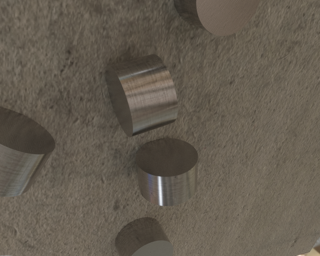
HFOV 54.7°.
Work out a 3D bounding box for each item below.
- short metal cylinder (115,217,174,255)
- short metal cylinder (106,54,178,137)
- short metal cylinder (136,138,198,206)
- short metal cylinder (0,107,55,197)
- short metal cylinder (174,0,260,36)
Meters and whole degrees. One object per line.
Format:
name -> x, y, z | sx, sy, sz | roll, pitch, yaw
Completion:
short metal cylinder -> -0.026, 0.191, 0.497 | 0.081, 0.050, 0.079 | -14, 125, -21
short metal cylinder -> -0.022, -0.036, 0.339 | 0.050, 0.080, 0.079 | -19, 126, -18
short metal cylinder -> 0.010, 0.057, 0.414 | 0.081, 0.080, 0.050 | -16, 125, -20
short metal cylinder -> -0.152, 0.021, 0.302 | 0.080, 0.080, 0.050 | 25, 105, -37
short metal cylinder -> 0.061, -0.146, 0.335 | 0.081, 0.050, 0.079 | -14, 125, -21
